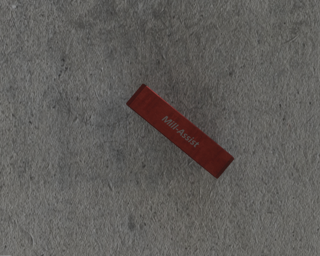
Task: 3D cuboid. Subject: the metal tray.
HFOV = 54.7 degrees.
[{"bbox_3d":[0.022,0.003,0.379,0.130,0.090,0.030,39,90,-1],"label":"metal tray"}]
